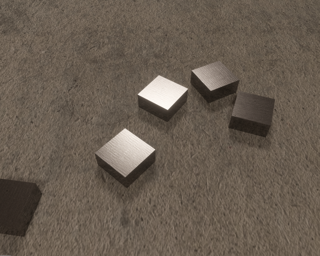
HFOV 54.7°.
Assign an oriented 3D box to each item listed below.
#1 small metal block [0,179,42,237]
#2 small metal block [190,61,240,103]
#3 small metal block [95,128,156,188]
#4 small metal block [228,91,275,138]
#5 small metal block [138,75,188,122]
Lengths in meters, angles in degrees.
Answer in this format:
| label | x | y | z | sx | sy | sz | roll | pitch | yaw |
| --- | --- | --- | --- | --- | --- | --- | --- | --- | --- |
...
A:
| label | x | y | z | sx | sy | sz | roll | pitch | yaw |
| --- | --- | --- | --- | --- | --- | --- | --- | --- | --- |
| small metal block | -0.163 | 0.084 | 0.331 | 0.050 | 0.025 | 0.050 | 6 | 50 | 5 |
| small metal block | 0.081 | -0.070 | 0.463 | 0.050 | 0.025 | 0.050 | -22 | 54 | -18 |
| small metal block | -0.041 | 0.035 | 0.373 | 0.050 | 0.025 | 0.050 | 34 | 57 | 24 |
| small metal block | 0.125 | -0.020 | 0.421 | 0.050 | 0.025 | 0.050 | 15 | 52 | 12 |
| small metal block | 0.004 | -0.043 | 0.439 | 0.050 | 0.025 | 0.050 | 29 | 55 | 21 |
